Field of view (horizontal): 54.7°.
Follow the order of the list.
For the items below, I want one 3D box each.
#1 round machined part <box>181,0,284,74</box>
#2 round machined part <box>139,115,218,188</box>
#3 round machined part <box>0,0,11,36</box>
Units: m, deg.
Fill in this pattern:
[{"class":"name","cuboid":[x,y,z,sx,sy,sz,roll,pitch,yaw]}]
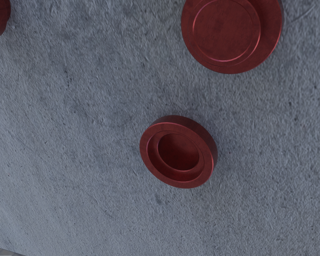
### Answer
[{"class":"round machined part","cuboid":[0.066,-0.098,0.300,0.098,0.042,0.097,13,124,21]},{"class":"round machined part","cuboid":[0.027,0.026,0.398,0.098,0.042,0.097,13,124,21]},{"class":"round machined part","cuboid":[-0.245,-0.170,0.420,0.098,0.042,0.097,13,124,21]}]
